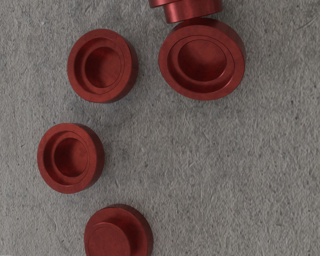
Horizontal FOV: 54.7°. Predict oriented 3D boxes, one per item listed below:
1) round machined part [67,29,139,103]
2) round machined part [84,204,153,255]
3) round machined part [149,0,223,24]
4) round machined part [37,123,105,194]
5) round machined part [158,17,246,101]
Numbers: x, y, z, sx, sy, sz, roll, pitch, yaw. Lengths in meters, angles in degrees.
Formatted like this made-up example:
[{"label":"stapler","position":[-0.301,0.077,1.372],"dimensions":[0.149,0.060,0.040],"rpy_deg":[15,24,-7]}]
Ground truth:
[{"label":"round machined part","position":[-0.074,-0.082,0.426],"dimensions":[0.098,0.042,0.097],"rpy_deg":[0,90,20]},{"label":"round machined part","position":[-0.062,0.157,0.422],"dimensions":[0.098,0.042,0.097],"rpy_deg":[0,90,20]},{"label":"round machined part","position":[0.036,-0.151,0.362],"dimensions":[0.098,0.098,0.042],"rpy_deg":[-6,111,20]},{"label":"round machined part","position":[-0.122,0.041,0.443],"dimensions":[0.098,0.042,0.097],"rpy_deg":[0,90,20]},{"label":"round machined part","position":[0.051,-0.083,0.364],"dimensions":[0.098,0.042,0.097],"rpy_deg":[11,135,12]}]
